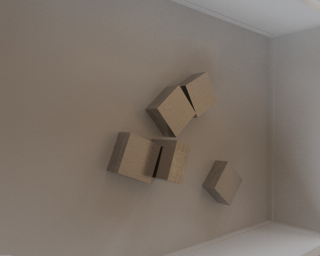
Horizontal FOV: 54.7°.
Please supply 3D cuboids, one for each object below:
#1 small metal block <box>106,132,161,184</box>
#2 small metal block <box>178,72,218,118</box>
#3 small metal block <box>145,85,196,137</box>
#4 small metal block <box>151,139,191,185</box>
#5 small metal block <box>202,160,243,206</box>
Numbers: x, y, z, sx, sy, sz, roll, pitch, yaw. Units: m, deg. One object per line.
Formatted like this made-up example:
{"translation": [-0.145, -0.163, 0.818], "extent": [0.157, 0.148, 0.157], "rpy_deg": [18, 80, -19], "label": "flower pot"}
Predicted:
{"translation": [-0.031, 0.037, 0.382], "extent": [0.050, 0.025, 0.050], "rpy_deg": [26, 74, -37], "label": "small metal block"}
{"translation": [0.053, -0.048, 0.453], "extent": [0.050, 0.025, 0.050], "rpy_deg": [-36, 112, -34], "label": "small metal block"}
{"translation": [0.016, -0.023, 0.422], "extent": [0.050, 0.025, 0.050], "rpy_deg": [-49, 119, -29], "label": "small metal block"}
{"translation": [0.008, 0.042, 0.399], "extent": [0.025, 0.050, 0.050], "rpy_deg": [24, 75, -38], "label": "small metal block"}
{"translation": [0.100, 0.087, 0.494], "extent": [0.050, 0.025, 0.050], "rpy_deg": [48, 61, -30], "label": "small metal block"}
